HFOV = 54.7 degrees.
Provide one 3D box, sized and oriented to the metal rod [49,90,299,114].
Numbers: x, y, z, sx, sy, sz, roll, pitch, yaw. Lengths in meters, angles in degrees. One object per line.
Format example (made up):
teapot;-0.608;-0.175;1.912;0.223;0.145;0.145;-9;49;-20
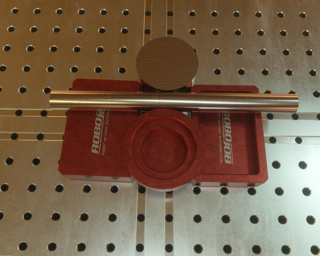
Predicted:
metal rod;0.017;-0.032;0.387;0.302;0.025;0.025;1;70;0

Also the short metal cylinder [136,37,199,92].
short metal cylinder;0.009;-0.076;0.422;0.081;0.050;0.080;0;70;0

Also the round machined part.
round machined part;0.005;0.029;0.378;0.099;0.042;0.098;0;70;0

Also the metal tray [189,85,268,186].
metal tray;0.085;0.008;0.402;0.091;0.030;0.130;1;70;0

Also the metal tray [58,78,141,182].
metal tray;-0.073;0.001;0.403;0.091;0.030;0.130;3;70;1
